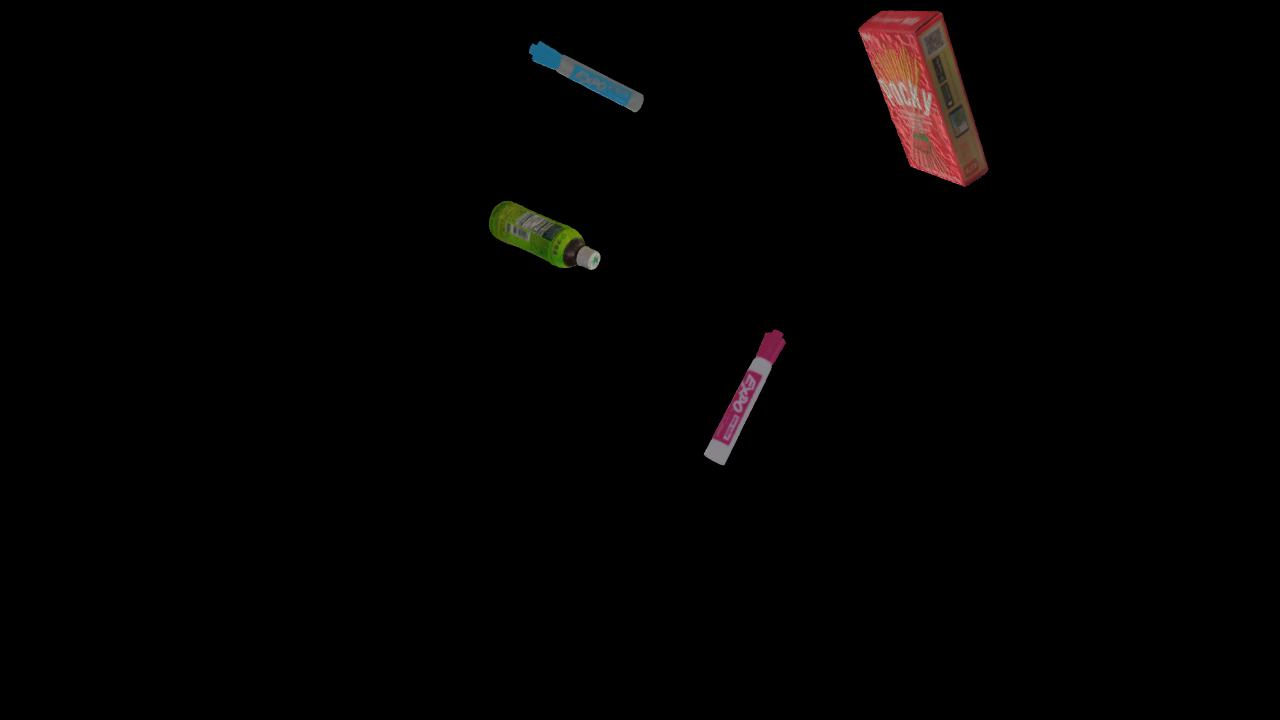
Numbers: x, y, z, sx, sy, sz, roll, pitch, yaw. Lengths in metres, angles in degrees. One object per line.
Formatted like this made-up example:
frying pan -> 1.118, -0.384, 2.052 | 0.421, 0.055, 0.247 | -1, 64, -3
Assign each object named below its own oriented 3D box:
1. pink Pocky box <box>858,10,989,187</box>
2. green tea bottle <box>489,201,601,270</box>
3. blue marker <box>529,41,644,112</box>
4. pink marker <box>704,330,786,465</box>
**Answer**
pink Pocky box -> 0.254, -0.233, 0.550 | 0.029, 0.155, 0.084 | -36, 32, 6
green tea bottle -> -0.154, -0.197, 1.004 | 0.212, 0.073, 0.073 | 29, 15, 29
blue marker -> -0.051, -0.275, 0.599 | 0.121, 0.020, 0.020 | 14, -7, -31
pink marker -> 0.088, 0.029, 0.506 | 0.020, 0.121, 0.020 | 28, -10, 5
